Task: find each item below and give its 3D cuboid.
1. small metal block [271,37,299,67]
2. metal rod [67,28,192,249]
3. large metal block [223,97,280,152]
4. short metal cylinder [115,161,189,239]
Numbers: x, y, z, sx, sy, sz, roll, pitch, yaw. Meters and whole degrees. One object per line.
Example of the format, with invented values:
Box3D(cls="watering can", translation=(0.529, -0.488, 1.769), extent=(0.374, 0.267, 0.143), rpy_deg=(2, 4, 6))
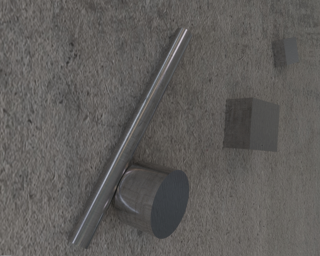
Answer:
Box3D(cls="small metal block", translation=(0.248, -0.151, 0.612), extent=(0.050, 0.025, 0.050), rpy_deg=(-20, 103, -38))
Box3D(cls="metal rod", translation=(-0.027, -0.003, 0.381), extent=(0.025, 0.025, 0.300), rpy_deg=(39, 66, -33))
Box3D(cls="large metal block", translation=(0.154, -0.003, 0.517), extent=(0.081, 0.050, 0.080), rpy_deg=(8, 85, -40))
Box3D(cls="short metal cylinder", translation=(-0.007, 0.083, 0.368), extent=(0.081, 0.050, 0.079), rpy_deg=(-21, 116, -52))
